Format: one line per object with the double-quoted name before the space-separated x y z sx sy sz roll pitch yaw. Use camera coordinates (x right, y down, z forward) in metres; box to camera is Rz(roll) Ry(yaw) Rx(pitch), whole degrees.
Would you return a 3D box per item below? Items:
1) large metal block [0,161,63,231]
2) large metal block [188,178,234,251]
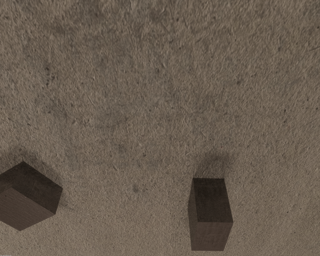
"large metal block" -0.214 0.107 0.479 0.080 0.050 0.080 -28 125 21
"large metal block" 0.076 0.136 0.488 0.050 0.080 0.079 2 130 -2
